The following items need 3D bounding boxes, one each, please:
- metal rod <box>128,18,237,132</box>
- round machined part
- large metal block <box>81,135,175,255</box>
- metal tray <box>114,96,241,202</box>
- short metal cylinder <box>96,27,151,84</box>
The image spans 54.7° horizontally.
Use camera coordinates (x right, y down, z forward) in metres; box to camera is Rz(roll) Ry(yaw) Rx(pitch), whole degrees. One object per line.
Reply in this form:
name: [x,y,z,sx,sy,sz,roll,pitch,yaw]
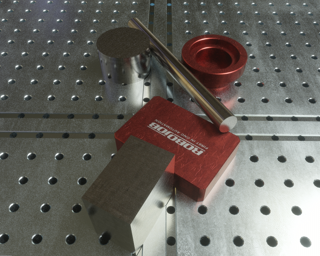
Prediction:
metal rod: [0.017,-0.097,0.468,0.025,0.025,0.300,-20,47,-16]
round machined part: [0.082,-0.100,0.481,0.099,0.042,0.098,0,50,0]
large metal block: [-0.027,0.068,0.314,0.050,0.080,0.080,23,54,18]
metal tray: [0.021,0.020,0.388,0.130,0.030,0.090,29,56,22]
short metal cylinder: [-0.055,-0.114,0.487,0.081,0.050,0.080,0,50,0]
